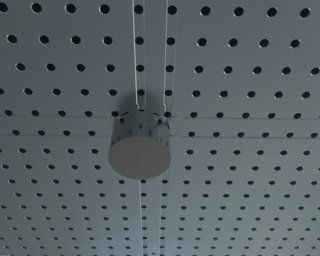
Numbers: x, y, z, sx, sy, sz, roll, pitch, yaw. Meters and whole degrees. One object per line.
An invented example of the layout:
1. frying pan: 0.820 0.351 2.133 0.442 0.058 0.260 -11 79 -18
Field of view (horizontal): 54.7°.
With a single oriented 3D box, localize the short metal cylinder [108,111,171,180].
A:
1. short metal cylinder: -0.026 0.024 0.416 0.081 0.050 0.079 0 130 0
